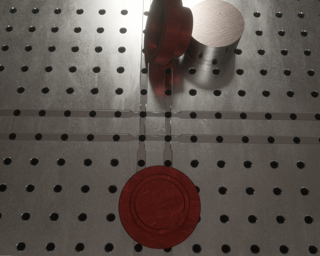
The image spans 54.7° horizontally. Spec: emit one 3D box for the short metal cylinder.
[{"bbox_3d":[0.076,-0.137,0.450,0.081,0.050,0.080,0,70,-1],"label":"short metal cylinder"}]

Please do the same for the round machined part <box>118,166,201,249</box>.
[{"bbox_3d":[0.000,0.092,0.369,0.099,0.042,0.098,0,70,-1],"label":"round machined part"}]

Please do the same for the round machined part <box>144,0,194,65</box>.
[{"bbox_3d":[0.013,-0.135,0.426,0.042,0.098,0.098,5,69,-20],"label":"round machined part"}]
